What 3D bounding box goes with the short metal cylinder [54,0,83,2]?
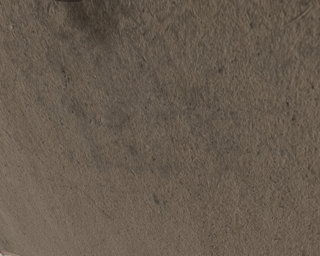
[{"bbox_3d":[-0.111,-0.174,0.321,0.080,0.080,0.050,31,128,8],"label":"short metal cylinder"}]
